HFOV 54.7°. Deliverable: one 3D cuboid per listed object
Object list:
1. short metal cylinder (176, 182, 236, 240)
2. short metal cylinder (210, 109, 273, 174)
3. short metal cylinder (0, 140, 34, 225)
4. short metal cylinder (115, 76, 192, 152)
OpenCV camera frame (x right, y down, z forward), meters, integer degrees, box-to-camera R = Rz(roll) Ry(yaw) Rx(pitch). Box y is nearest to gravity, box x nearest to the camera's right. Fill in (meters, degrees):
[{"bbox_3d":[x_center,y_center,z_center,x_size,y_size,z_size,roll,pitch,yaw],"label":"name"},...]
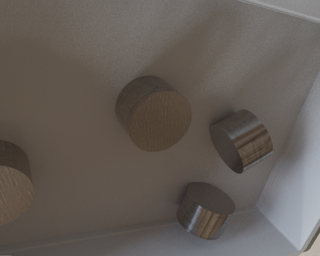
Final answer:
[{"bbox_3d":[0.073,0.131,0.496,0.081,0.080,0.050,7,115,-32],"label":"short metal cylinder"},{"bbox_3d":[0.117,0.019,0.451,0.050,0.080,0.080,-29,129,-11],"label":"short metal cylinder"},{"bbox_3d":[-0.181,0.059,0.331,0.081,0.050,0.079,-14,124,-21],"label":"short metal cylinder"},{"bbox_3d":[-0.008,-0.018,0.379,0.081,0.050,0.079,-14,125,-21],"label":"short metal cylinder"}]
